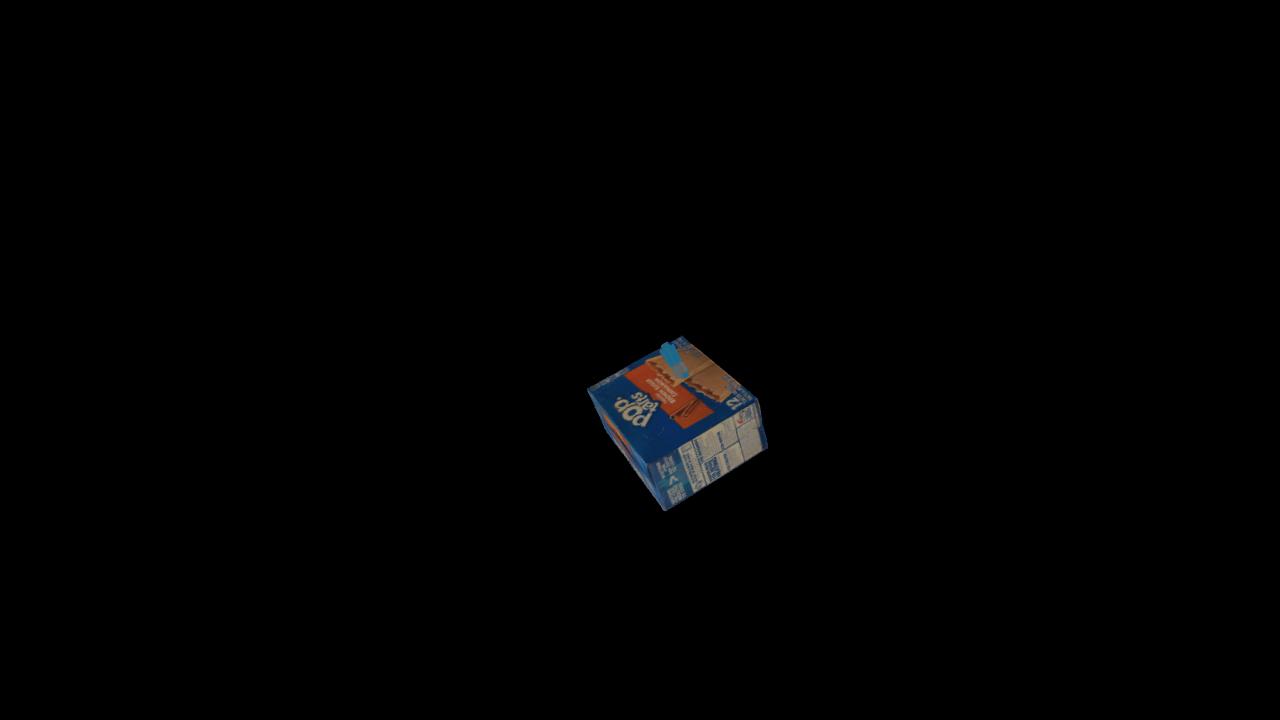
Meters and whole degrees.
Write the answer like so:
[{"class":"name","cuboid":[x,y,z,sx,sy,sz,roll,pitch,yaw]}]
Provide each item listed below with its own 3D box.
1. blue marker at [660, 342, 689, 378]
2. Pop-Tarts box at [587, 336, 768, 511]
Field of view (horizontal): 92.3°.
[{"class":"blue marker","cuboid":[0.058,0.033,0.708,0.020,0.121,0.020,-30,-4,-2]},{"class":"Pop-Tarts box","cuboid":[0.040,0.066,0.717,0.141,0.083,0.167,-29,36,-11]}]
